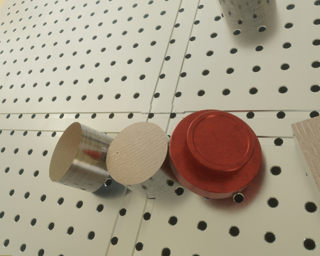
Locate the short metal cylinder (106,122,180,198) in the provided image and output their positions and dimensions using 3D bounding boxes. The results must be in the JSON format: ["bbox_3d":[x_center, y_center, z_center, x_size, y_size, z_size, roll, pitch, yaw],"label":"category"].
[{"bbox_3d":[-0.017,0.039,0.377,0.080,0.050,0.080,-13,56,21],"label":"short metal cylinder"}]

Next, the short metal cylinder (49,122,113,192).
[{"bbox_3d":[-0.101,0.038,0.404,0.080,0.050,0.080,-32,44,38],"label":"short metal cylinder"}]

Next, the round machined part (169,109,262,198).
[{"bbox_3d":[0.060,0.021,0.327,0.099,0.042,0.098,2,61,-3],"label":"round machined part"}]

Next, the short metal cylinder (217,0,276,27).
[{"bbox_3d":[0.122,-0.195,0.448,0.080,0.050,0.080,-13,56,21],"label":"short metal cylinder"}]

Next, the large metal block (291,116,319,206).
[{"bbox_3d":[0.176,0.028,0.282,0.080,0.050,0.080,-19,54,17],"label":"large metal block"}]
